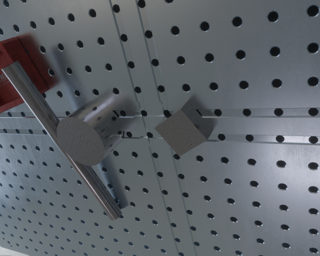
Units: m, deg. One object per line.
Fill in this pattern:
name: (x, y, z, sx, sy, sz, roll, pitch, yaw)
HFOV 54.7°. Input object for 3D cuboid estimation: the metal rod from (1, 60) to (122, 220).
metal rod: (-0.141, 0.034, 0.484, 0.025, 0.025, 0.299, -10, 120, 33)

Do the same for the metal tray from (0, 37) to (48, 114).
metal tray: (-0.249, -0.077, 0.491, 0.130, 0.030, 0.090, -15, 111, 34)

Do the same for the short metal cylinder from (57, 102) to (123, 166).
short metal cylinder: (-0.102, 0.008, 0.454, 0.080, 0.050, 0.079, 13, 124, 21)

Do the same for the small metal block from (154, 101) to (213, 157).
small metal block: (0.030, 0.002, 0.396, 0.050, 0.025, 0.050, 49, 129, -7)
